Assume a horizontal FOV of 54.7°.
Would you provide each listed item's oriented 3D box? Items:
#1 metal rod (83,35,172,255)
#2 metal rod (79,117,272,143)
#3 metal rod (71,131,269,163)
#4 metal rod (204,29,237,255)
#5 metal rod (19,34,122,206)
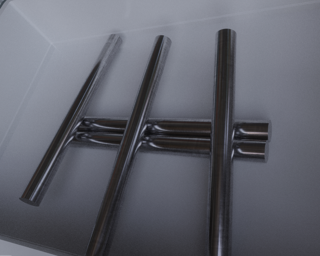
[{"bbox_3d":[-0.032,0.007,0.383,0.025,0.025,0.300,2,62,28],"label":"metal rod"},{"bbox_3d":[-0.012,-0.001,0.410,0.300,0.025,0.025,2,63,28],"label":"metal rod"},{"bbox_3d":[-0.018,0.020,0.400,0.300,0.025,0.025,2,63,28],"label":"metal rod"},{"bbox_3d":[0.064,0.028,0.323,0.025,0.025,0.299,-4,68,26],"label":"metal rod"},{"bbox_3d":[-0.117,-0.031,0.452,0.025,0.025,0.300,-1,53,27],"label":"metal rod"}]
